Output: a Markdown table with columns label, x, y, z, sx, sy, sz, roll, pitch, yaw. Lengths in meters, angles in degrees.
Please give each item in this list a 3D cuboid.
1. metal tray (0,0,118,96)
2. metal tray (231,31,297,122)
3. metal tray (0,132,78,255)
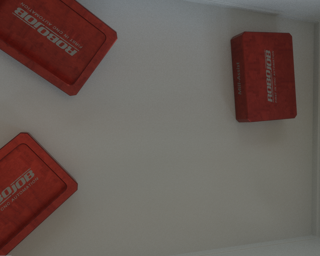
| label | x | y | z | sx | sy | sz | roll | pitch | yaw |
| --- | --- | --- | --- | --- | --- | --- | --- | --- | --- |
| metal tray | -0.125 | -0.109 | 0.345 | 0.130 | 0.030 | 0.090 | 35 | 100 | -17 |
| metal tray | 0.158 | -0.076 | 0.468 | 0.091 | 0.030 | 0.129 | -5 | 92 | -20 |
| metal tray | -0.171 | 0.078 | 0.344 | 0.130 | 0.030 | 0.090 | -43 | 104 | -15 |
